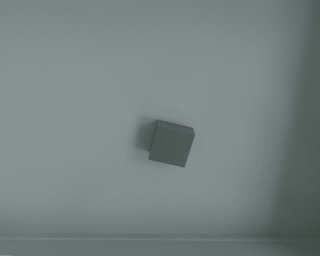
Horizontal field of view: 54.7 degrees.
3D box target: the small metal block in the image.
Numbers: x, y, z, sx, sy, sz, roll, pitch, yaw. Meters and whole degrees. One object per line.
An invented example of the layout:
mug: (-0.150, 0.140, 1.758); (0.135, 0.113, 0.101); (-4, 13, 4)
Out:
small metal block: (0.015, 0.021, 0.419); (0.050, 0.025, 0.050); (14, 109, -6)
